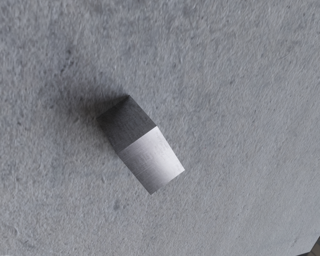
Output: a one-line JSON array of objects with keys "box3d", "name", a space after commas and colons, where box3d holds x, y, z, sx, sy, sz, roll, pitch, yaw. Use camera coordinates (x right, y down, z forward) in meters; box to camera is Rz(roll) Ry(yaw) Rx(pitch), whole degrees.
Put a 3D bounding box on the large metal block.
[{"box3d": [-0.024, 0.019, 0.371, 0.050, 0.080, 0.080, -36, 129, -5], "name": "large metal block"}]
